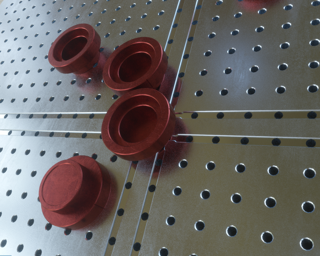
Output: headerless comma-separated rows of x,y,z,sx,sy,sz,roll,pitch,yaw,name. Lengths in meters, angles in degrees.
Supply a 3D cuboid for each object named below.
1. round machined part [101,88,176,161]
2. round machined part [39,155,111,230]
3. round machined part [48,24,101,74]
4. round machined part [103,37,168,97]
-0.024,-0.001,0.409,0.098,0.042,0.098,-13,56,20,round machined part
-0.118,0.080,0.408,0.098,0.042,0.098,-13,56,20,round machined part
-0.147,-0.136,0.556,0.098,0.042,0.098,-13,56,20,round machined part
-0.033,-0.085,0.465,0.098,0.042,0.098,-13,56,20,round machined part
